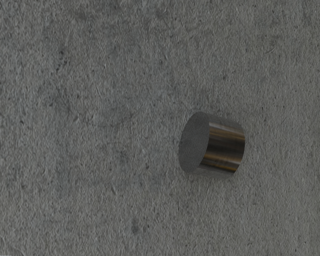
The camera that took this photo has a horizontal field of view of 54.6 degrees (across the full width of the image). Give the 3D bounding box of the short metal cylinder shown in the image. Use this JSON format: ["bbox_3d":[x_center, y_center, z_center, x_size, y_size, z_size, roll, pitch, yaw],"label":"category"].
[{"bbox_3d":[0.065,0.023,0.403,0.050,0.080,0.080,14,85,-20],"label":"short metal cylinder"}]
